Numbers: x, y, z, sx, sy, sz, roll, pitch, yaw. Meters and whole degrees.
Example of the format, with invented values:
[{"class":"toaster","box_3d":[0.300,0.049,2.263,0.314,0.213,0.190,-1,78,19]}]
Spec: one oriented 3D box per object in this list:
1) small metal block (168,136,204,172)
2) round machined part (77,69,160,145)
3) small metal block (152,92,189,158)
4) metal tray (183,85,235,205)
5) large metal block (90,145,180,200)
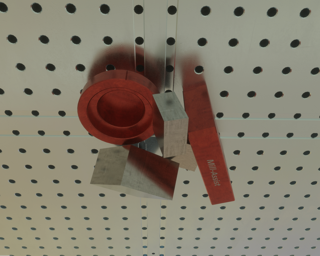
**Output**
[{"class":"small metal block","box_3d":[0.032,0.029,0.431,0.050,0.025,0.050,16,134,0]},{"class":"round machined part","box_3d":[-0.046,-0.029,0.375,0.099,0.042,0.097,-1,130,0]},{"class":"small metal block","box_3d":[0.010,-0.004,0.338,0.025,0.050,0.050,-9,130,-11]},{"class":"metal tray","box_3d":[0.062,0.023,0.389,0.030,0.090,0.129,-14,129,11]},{"class":"large metal block","box_3d":[-0.034,0.062,0.417,0.080,0.050,0.080,25,159,-33]}]
